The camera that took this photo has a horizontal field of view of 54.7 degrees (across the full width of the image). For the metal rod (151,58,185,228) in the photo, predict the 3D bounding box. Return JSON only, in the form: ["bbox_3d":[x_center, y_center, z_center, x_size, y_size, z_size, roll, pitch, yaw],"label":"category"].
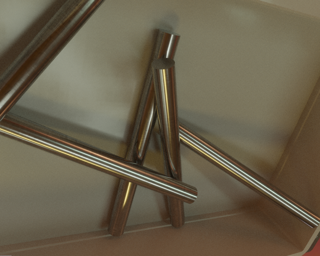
[{"bbox_3d":[0.016,0.044,0.425,0.025,0.025,0.298,-21,133,-16],"label":"metal rod"}]

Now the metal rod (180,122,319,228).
[{"bbox_3d":[0.136,0.077,0.468,0.301,0.025,0.025,33,100,-19],"label":"metal rod"}]

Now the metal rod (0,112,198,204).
[{"bbox_3d":[-0.073,0.037,0.365,0.301,0.025,0.025,26,104,-29],"label":"metal rod"}]

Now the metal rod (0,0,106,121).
[{"bbox_3d":[-0.141,-0.032,0.282,0.300,0.025,0.025,-51,129,-4],"label":"metal rod"}]

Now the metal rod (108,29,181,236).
[{"bbox_3d":[-0.028,0.023,0.407,0.025,0.025,0.298,2,117,-30],"label":"metal rod"}]
